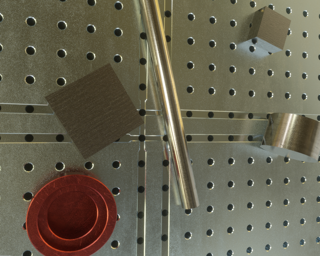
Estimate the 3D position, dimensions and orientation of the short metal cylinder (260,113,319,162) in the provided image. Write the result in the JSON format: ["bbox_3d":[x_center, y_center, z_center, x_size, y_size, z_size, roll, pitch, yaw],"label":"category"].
[{"bbox_3d":[0.196,0.015,0.458,0.080,0.080,0.050,21,83,-19],"label":"short metal cylinder"}]

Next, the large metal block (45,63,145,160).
[{"bbox_3d":[-0.079,-0.020,0.371,0.080,0.050,0.080,-33,101,-17],"label":"large metal block"}]

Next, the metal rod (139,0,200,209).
[{"bbox_3d":[0.012,-0.038,0.418,0.025,0.025,0.298,-14,95,-20],"label":"metal rod"}]

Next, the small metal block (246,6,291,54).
[{"bbox_3d":[0.167,-0.150,0.476,0.050,0.025,0.050,20,83,-19],"label":"small metal block"}]

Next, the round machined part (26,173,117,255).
[{"bbox_3d":[-0.104,0.101,0.366,0.099,0.042,0.097,0,90,-21],"label":"round machined part"}]
